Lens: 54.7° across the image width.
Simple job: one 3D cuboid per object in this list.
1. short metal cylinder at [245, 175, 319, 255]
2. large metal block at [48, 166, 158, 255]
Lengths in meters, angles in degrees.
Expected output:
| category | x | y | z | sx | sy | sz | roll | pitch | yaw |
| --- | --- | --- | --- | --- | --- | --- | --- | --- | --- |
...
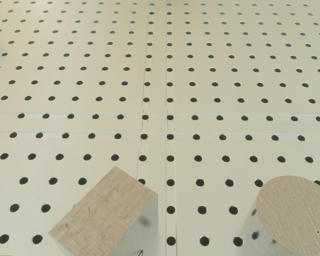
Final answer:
| category | x | y | z | sx | sy | sz | roll | pitch | yaw |
| --- | --- | --- | --- | --- | --- | --- | --- | --- | --- |
| short metal cylinder | 0.132 | 0.095 | 0.312 | 0.081 | 0.050 | 0.080 | 0 | 50 | 0 |
| large metal block | -0.046 | 0.096 | 0.290 | 0.050 | 0.080 | 0.080 | 30 | 56 | 22 |
